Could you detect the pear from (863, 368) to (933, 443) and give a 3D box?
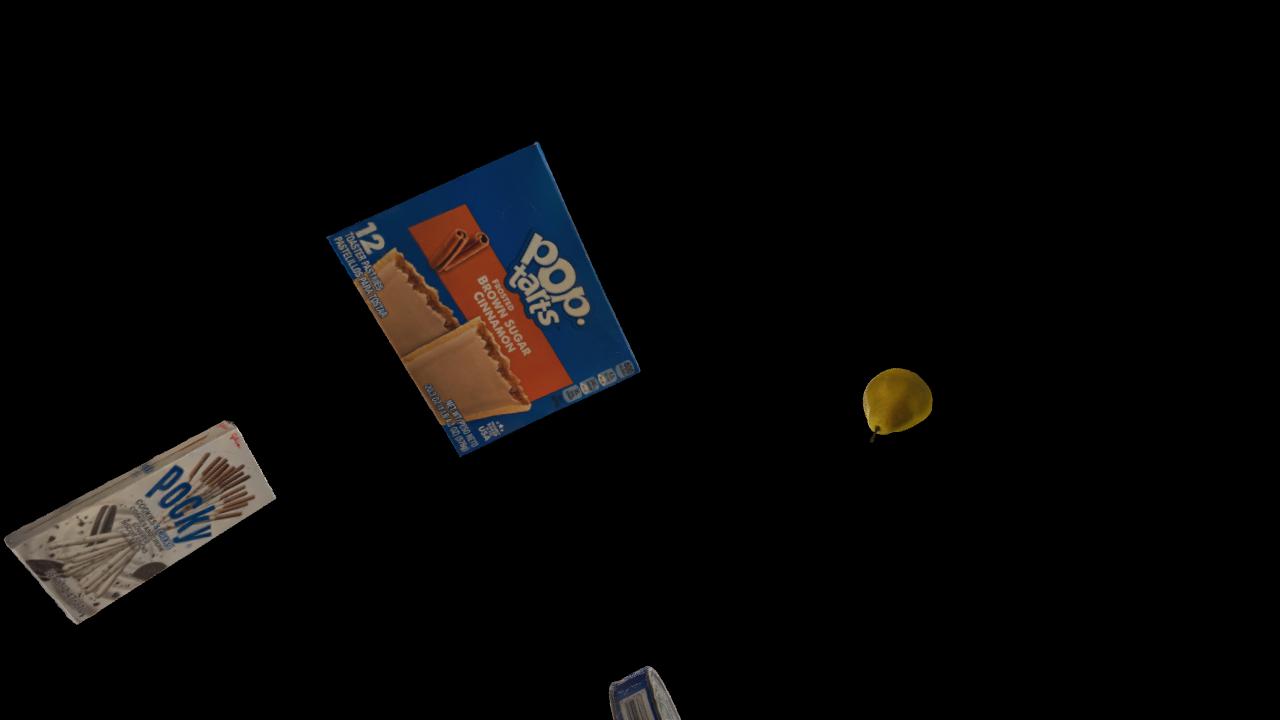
[{"bbox_3d":[0.290,0.056,0.712,0.080,0.080,0.111,0,19,36],"label":"pear"}]

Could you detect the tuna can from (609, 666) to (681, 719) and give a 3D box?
[{"bbox_3d":[0.010,0.274,0.456,0.034,0.084,0.084,-27,1,-2],"label":"tuna can"}]

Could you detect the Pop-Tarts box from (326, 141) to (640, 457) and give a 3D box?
[{"bbox_3d":[-0.099,-0.043,0.431,0.141,0.167,0.083,-25,21,-3],"label":"Pop-Tarts box"}]

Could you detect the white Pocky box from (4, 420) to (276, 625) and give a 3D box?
[{"bbox_3d":[-0.385,0.124,0.491,0.028,0.084,0.154,14,36,33],"label":"white Pocky box"}]
